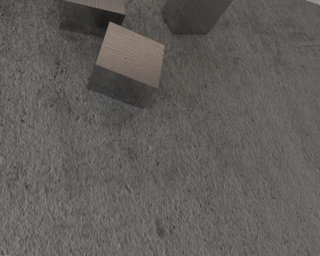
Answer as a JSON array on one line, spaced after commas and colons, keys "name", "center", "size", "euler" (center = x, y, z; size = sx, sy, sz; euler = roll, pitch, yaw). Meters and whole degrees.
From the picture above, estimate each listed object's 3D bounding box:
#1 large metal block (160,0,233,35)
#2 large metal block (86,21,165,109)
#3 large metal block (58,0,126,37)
[{"name": "large metal block", "center": [0.060, -0.206, 0.526], "size": [0.081, 0.080, 0.050], "euler": [-11, 68, -33]}, {"name": "large metal block", "center": [-0.045, -0.083, 0.414], "size": [0.080, 0.050, 0.080], "euler": [20, 54, -17]}, {"name": "large metal block", "center": [-0.100, -0.181, 0.444], "size": [0.081, 0.050, 0.080], "euler": [4, 60, -26]}]
